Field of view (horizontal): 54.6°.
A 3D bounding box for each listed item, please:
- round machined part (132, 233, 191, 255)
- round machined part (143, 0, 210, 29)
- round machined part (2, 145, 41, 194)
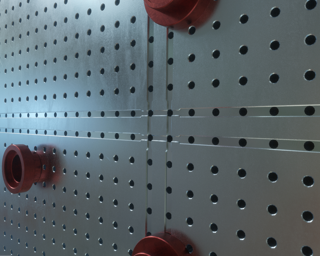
[{"bbox_3d":[-0.004,0.191,0.403,0.098,0.042,0.097,0,90,40],"label":"round machined part"},{"bbox_3d":[0.015,-0.178,0.387,0.098,0.042,0.097,0,90,40],"label":"round machined part"},{"bbox_3d":[-0.279,0.082,0.631,0.098,0.042,0.097,0,90,40],"label":"round machined part"}]
